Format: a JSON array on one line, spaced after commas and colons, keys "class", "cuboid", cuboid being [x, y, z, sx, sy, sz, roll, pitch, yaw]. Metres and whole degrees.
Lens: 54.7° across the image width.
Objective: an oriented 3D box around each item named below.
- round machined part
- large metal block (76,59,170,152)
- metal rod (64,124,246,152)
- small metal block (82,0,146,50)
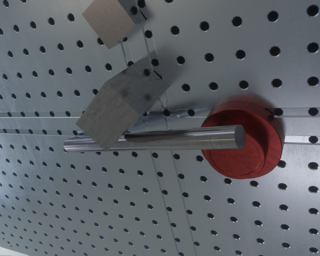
[{"class": "round machined part", "cuboid": [0.092, 0.021, 0.365, 0.098, 0.042, 0.097, 13, 124, 20]}, {"class": "large metal block", "cuboid": [-0.045, -0.028, 0.382, 0.050, 0.080, 0.080, 44, 129, -2]}, {"class": "metal rod", "cuboid": [-0.033, 0.018, 0.409, 0.300, 0.025, 0.025, -5, 117, 40]}, {"class": "small metal block", "cuboid": [-0.054, -0.129, 0.360, 0.050, 0.025, 0.050, -30, 102, 37]}]
